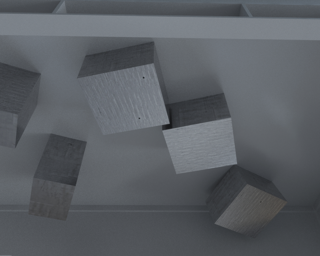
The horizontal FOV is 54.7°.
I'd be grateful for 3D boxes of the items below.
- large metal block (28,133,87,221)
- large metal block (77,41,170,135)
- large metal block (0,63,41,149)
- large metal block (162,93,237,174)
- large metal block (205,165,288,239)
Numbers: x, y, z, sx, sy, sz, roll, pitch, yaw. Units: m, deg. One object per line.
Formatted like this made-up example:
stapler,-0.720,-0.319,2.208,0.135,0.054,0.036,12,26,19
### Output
large metal block,-0.141,0.068,0.429,0.050,0.080,0.079,15,129,-13
large metal block,-0.037,-0.044,0.355,0.080,0.050,0.080,-10,130,8
large metal block,-0.188,-0.031,0.344,0.081,0.080,0.050,15,128,-13
large metal block,0.051,0.009,0.401,0.080,0.050,0.080,-11,130,8
large metal block,0.131,0.114,0.479,0.080,0.050,0.080,26,110,-20
